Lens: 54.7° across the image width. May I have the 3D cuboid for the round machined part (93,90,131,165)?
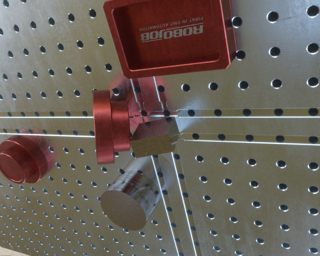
[{"bbox_3d":[-0.063,-0.002,0.409,0.042,0.098,0.097,-4,123,-10],"label":"round machined part"}]

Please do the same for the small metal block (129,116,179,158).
[{"bbox_3d":[-0.006,0.011,0.398,0.050,0.050,0.025,-11,114,17],"label":"small metal block"}]

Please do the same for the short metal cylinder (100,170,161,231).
[{"bbox_3d":[-0.046,0.114,0.490,0.080,0.050,0.079,13,124,21],"label":"short metal cylinder"}]

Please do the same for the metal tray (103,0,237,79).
[{"bbox_3d":[0.010,-0.106,0.337,0.130,0.030,0.089,-1,118,28],"label":"metal tray"}]

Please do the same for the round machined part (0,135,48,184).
[{"bbox_3d":[-0.264,0.065,0.580,0.098,0.042,0.097,13,124,21],"label":"round machined part"}]
